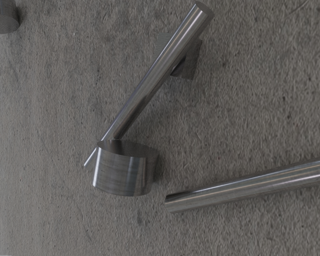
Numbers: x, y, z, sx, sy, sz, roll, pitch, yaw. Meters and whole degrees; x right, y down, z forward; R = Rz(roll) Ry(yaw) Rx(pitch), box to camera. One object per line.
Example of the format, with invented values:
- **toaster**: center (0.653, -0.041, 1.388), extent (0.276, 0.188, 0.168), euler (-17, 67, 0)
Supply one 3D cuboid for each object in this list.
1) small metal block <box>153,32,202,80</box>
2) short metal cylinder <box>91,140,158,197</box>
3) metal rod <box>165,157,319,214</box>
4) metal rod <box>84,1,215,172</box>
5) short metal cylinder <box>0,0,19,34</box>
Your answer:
- **small metal block**: center (0.020, -0.090, 0.389), extent (0.050, 0.025, 0.050), euler (20, 103, 38)
- **short metal cylinder**: center (-0.046, 0.050, 0.407), extent (0.080, 0.081, 0.050), euler (18, 102, 38)
- **metal rod**: center (0.124, 0.049, 0.302), extent (0.299, 0.025, 0.025), euler (-23, 76, 37)
- **metal rod**: center (-0.032, -0.032, 0.407), extent (0.298, 0.025, 0.025), euler (-49, 61, 37)
- **short metal cylinder**: center (-0.345, -0.241, 0.654), extent (0.080, 0.081, 0.050), euler (-19, 78, 38)
